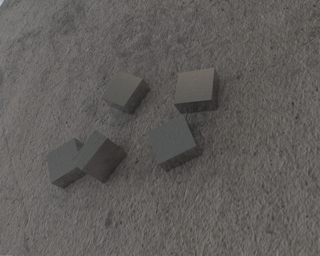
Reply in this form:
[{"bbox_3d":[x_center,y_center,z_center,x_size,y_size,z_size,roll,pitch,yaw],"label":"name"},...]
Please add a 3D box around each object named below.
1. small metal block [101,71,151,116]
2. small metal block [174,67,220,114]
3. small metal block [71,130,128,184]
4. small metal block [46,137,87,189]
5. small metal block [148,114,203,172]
[{"bbox_3d":[-0.051,-0.052,0.463,0.050,0.025,0.050,23,74,36],"label":"small metal block"},{"bbox_3d":[0.049,-0.049,0.408,0.050,0.025,0.050,-4,60,26],"label":"small metal block"},{"bbox_3d":[-0.078,0.038,0.405,0.025,0.050,0.050,30,78,37],"label":"small metal block"},{"bbox_3d":[-0.130,0.050,0.442,0.050,0.025,0.050,-32,52,7],"label":"small metal block"},{"bbox_3d":[0.018,0.019,0.383,0.050,0.025,0.050,-27,52,11],"label":"small metal block"}]
